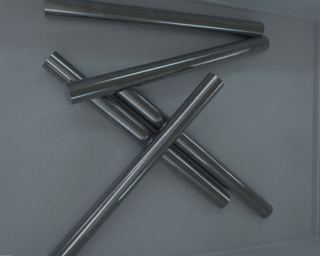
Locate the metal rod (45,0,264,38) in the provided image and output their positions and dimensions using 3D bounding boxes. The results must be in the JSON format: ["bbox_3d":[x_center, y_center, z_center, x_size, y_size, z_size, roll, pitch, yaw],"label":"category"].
[{"bbox_3d":[0.007,-0.145,0.413,0.303,0.025,0.025,-1,91,-21],"label":"metal rod"}]

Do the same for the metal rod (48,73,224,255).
[{"bbox_3d":[-0.027,0.050,0.379,0.025,0.025,0.300,43,84,-16],"label":"metal rod"}]

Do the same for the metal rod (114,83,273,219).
[{"bbox_3d":[0.051,0.034,0.430,0.300,0.025,0.025,40,77,-16],"label":"metal rod"}]

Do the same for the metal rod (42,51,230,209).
[{"bbox_3d":[-0.019,0.012,0.404,0.300,0.025,0.025,40,77,-16],"label":"metal rod"}]

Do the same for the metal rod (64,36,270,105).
[{"bbox_3d":[0.027,-0.082,0.404,0.302,0.025,0.025,-19,97,-25],"label":"metal rod"}]
